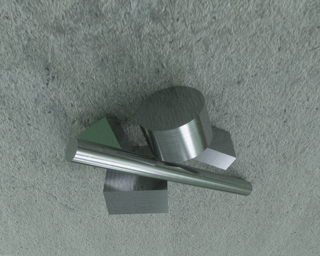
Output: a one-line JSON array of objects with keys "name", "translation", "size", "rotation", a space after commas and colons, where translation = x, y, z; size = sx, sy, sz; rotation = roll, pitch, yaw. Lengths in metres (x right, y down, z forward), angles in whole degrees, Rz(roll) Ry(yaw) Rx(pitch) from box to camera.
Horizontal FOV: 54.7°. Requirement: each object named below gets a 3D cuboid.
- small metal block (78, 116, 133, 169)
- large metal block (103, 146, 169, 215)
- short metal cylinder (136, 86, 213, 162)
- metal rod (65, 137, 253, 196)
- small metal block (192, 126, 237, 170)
[{"name": "small metal block", "translation": [-0.071, 0.019, 0.404], "size": [0.050, 0.025, 0.050], "rotation": [-31, 81, 23]}, {"name": "large metal block", "translation": [-0.030, 0.071, 0.431], "size": [0.081, 0.080, 0.050], "rotation": [-2, 131, 1]}, {"name": "short metal cylinder", "translation": [0.018, -0.006, 0.367], "size": [0.080, 0.080, 0.050], "rotation": [-13, 129, 10]}, {"name": "metal rod", "translation": [0.025, 0.059, 0.399], "size": [0.302, 0.025, 0.025], "rotation": [18, 130, -39]}, {"name": "small metal block", "translation": [0.069, 0.022, 0.411], "size": [0.050, 0.050, 0.025], "rotation": [20, 127, -17]}]
